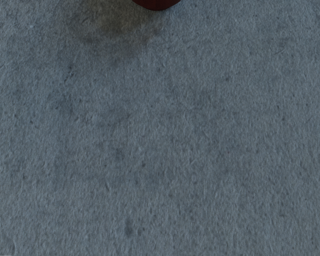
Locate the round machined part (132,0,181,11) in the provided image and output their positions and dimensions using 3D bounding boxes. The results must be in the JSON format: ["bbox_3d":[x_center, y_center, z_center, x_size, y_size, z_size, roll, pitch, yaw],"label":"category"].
[{"bbox_3d":[-0.006,-0.223,0.481,0.099,0.042,0.098,0,70,-1],"label":"round machined part"}]
